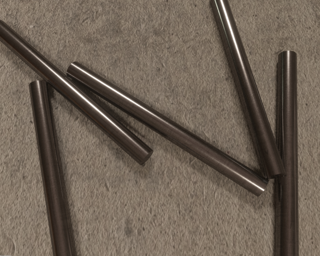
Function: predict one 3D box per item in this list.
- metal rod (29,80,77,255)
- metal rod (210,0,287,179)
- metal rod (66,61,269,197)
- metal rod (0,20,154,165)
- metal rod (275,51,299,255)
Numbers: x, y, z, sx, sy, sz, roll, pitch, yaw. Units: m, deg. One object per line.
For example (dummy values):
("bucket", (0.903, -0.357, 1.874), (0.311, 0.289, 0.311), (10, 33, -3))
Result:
("metal rod", (-0.128, 0.076, 0.378), (0.025, 0.025, 0.299), (-14, 71, -6))
("metal rod", (0.114, -0.077, 0.429), (0.025, 0.025, 0.299), (-9, 67, -4))
("metal rod", (0.002, -0.004, 0.409), (0.301, 0.025, 0.025), (32, 73, 10))
("metal rod", (-0.129, -0.056, 0.426), (0.300, 0.025, 0.025), (40, 75, 13))
("metal rod", (0.163, 0.034, 0.397), (0.025, 0.025, 0.299), (8, 70, 2))
